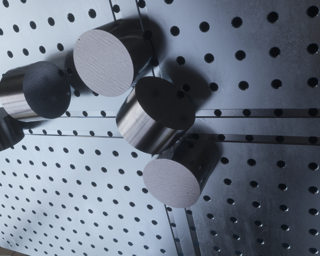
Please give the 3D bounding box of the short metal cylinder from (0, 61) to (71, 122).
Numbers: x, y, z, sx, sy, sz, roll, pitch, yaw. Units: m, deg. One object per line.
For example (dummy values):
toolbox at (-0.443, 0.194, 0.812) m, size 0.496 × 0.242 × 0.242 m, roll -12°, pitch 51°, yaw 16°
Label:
short metal cylinder at (-0.174, -0.050, 0.436) m, size 0.050 × 0.080 × 0.080 m, roll -5°, pitch 116°, yaw 30°

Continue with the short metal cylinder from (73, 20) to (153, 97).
short metal cylinder at (-0.055, -0.084, 0.372) m, size 0.080 × 0.050 × 0.079 m, roll 13°, pitch 124°, yaw 21°

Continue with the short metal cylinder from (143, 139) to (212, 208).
short metal cylinder at (0.024, 0.061, 0.420) m, size 0.080 × 0.050 × 0.079 m, roll 13°, pitch 124°, yaw 21°

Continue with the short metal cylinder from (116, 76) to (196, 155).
short metal cylinder at (-0.005, -0.015, 0.369) m, size 0.080 × 0.080 × 0.050 m, roll 41°, pitch 129°, yaw 0°

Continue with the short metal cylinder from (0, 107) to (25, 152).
short metal cylinder at (-0.280, 0.003, 0.525) m, size 0.080 × 0.080 × 0.050 m, roll 2°, pitch 119°, yaw 27°
